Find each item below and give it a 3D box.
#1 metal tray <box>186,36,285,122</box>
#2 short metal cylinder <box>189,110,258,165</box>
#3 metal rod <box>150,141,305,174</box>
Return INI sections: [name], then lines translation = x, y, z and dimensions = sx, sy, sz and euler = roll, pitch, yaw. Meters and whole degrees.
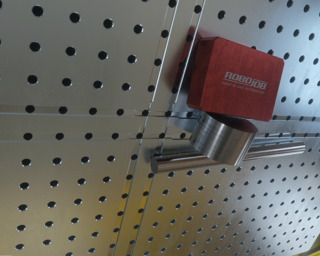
[metal tray]
translation = 0.104, -0.061, 0.413
dimensions = 0.131, 0.030, 0.089
euler = 7, 98, -32
[short metal cylinder]
translation = 0.088, 0.009, 0.431
dimensions = 0.081, 0.080, 0.050
euler = 8, 115, -32
[metal rod]
translation = 0.126, 0.044, 0.509
dimensions = 0.303, 0.025, 0.025
euler = -4, 120, -27
